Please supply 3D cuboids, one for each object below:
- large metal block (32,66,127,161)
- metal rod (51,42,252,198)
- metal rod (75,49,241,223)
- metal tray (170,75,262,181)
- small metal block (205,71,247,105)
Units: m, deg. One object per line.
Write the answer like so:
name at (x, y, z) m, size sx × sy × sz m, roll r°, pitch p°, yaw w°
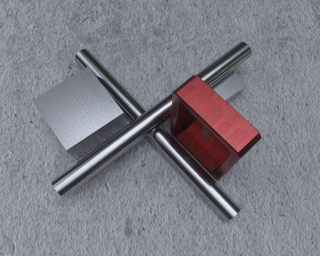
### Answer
large metal block at (-0.100, -0.018, 0.400) m, size 0.080 × 0.050 × 0.080 m, roll -35°, pitch 74°, yaw -12°
metal rod at (-0.001, -0.018, 0.389) m, size 0.301 × 0.025 × 0.025 m, roll -37°, pitch 75°, yaw -13°
metal rod at (-0.012, 0.000, 0.409) m, size 0.025 × 0.025 × 0.300 m, roll -40°, pitch 75°, yaw -13°
metal tray at (0.054, 0.007, 0.351) m, size 0.030 × 0.130 × 0.090 m, roll -41°, pitch 75°, yaw -13°
small metal block at (0.083, -0.059, 0.432) m, size 0.050 × 0.025 × 0.050 m, roll -34°, pitch 74°, yaw -12°
